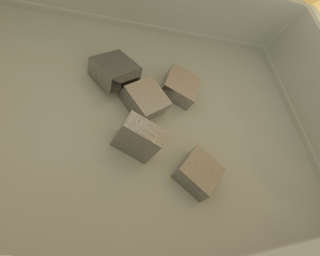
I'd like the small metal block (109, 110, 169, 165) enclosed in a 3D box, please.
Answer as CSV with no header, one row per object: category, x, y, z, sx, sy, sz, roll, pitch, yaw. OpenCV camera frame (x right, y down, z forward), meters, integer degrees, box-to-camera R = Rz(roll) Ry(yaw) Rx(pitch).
small metal block,-0.026,0.012,0.370,0.050,0.050,0.025,31,52,-9

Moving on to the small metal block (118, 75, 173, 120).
small metal block,-0.020,-0.038,0.420,0.050,0.025,0.050,-28,78,-38

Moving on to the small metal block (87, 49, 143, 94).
small metal block,-0.060,-0.076,0.412,0.050,0.025,0.050,-27,58,-37

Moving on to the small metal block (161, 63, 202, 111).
small metal block,0.030,-0.061,0.461,0.050,0.025,0.050,29,52,-11

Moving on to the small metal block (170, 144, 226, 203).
small metal block,0.050,0.058,0.399,0.050,0.025,0.050,42,51,0
